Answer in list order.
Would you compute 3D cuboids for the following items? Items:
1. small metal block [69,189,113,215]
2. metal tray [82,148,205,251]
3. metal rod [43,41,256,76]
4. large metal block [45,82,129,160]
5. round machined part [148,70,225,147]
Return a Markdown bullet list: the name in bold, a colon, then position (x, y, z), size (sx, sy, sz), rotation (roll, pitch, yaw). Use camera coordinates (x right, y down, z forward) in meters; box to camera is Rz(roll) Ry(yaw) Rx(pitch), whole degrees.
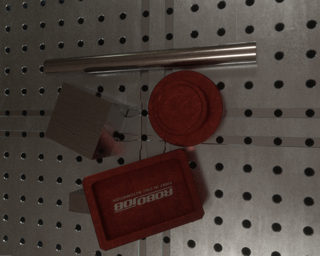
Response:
- **small metal block**: position (-0.090, 0.100, 0.430), size (0.050, 0.050, 0.025), rotation (1, 91, 19)
- **metal tray**: position (-0.021, 0.086, 0.387), size (0.131, 0.030, 0.090), rotation (-16, 84, -7)
- **metal rod**: position (-0.027, -0.091, 0.421), size (0.301, 0.025, 0.025), rotation (0, 90, 19)
- **large metal block**: position (-0.101, -0.010, 0.434), size (0.080, 0.050, 0.080), rotation (24, 98, 18)
- **round machined part**: position (0.030, -0.025, 0.392), size (0.098, 0.042, 0.097), rotation (0, 90, 19)
